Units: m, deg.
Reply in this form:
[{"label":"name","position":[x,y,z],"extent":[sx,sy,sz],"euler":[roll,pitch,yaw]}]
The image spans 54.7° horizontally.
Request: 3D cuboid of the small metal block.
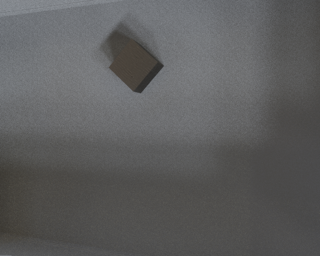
[{"label":"small metal block","position":[-0.032,-0.083,0.421],"extent":[0.050,0.025,0.050],"euler":[45,103,14]}]
